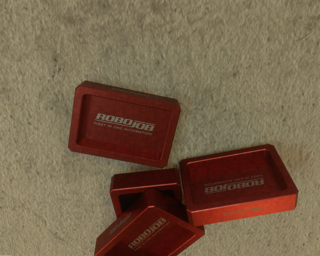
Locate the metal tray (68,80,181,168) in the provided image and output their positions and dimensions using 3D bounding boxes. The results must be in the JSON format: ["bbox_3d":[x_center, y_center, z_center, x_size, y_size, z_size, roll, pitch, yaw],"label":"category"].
[{"bbox_3d":[-0.046,-0.004,0.405,0.131,0.030,0.089,11,110,-5],"label":"metal tray"}]

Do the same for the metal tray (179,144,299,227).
[{"bbox_3d":[0.095,0.071,0.400,0.131,0.090,0.030,-11,128,3],"label":"metal tray"}]

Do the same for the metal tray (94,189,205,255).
[{"bbox_3d":[-0.016,0.146,0.415,0.090,0.030,0.129,32,117,-22],"label":"metal tray"}]

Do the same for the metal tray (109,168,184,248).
[{"bbox_3d":[-0.013,0.118,0.434,0.091,0.030,0.129,-6,124,2],"label":"metal tray"}]
